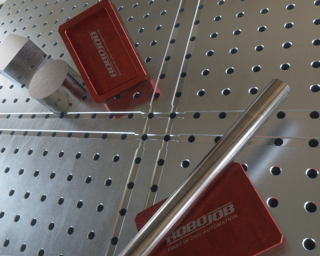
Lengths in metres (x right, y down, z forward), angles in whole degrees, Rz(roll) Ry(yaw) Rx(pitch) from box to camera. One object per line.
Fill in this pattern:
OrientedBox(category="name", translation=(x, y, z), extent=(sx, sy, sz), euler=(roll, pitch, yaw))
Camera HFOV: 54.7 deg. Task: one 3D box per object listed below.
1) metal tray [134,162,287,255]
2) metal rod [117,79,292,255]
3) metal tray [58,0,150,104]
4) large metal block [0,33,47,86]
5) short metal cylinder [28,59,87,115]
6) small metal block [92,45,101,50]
OrientedBox(category="metal tray", translation=(0.046, 0.104, 0.317), extent=(0.130, 0.030, 0.090), euler=(-30, 52, 8))
OrientedBox(category="metal rod", translation=(0.028, 0.067, 0.312), extent=(0.300, 0.025, 0.025), euler=(-48, 51, -6))
OrientedBox(category="metal tray", translation=(-0.084, -0.113, 0.469), extent=(0.090, 0.030, 0.130), euler=(-26, 92, 12))
OrientedBox(category="large metal block", translation=(-0.294, -0.142, 0.634), extent=(0.080, 0.050, 0.080), euler=(23, 74, 36))
OrientedBox(category="short metal cylinder", translation=(-0.173, -0.069, 0.526), extent=(0.080, 0.050, 0.080), euler=(-13, 56, 21))
OrientedBox(category="small metal block", translation=(-0.093, -0.121, 0.516), extent=(0.050, 0.050, 0.025), euler=(-20, 54, 17))
